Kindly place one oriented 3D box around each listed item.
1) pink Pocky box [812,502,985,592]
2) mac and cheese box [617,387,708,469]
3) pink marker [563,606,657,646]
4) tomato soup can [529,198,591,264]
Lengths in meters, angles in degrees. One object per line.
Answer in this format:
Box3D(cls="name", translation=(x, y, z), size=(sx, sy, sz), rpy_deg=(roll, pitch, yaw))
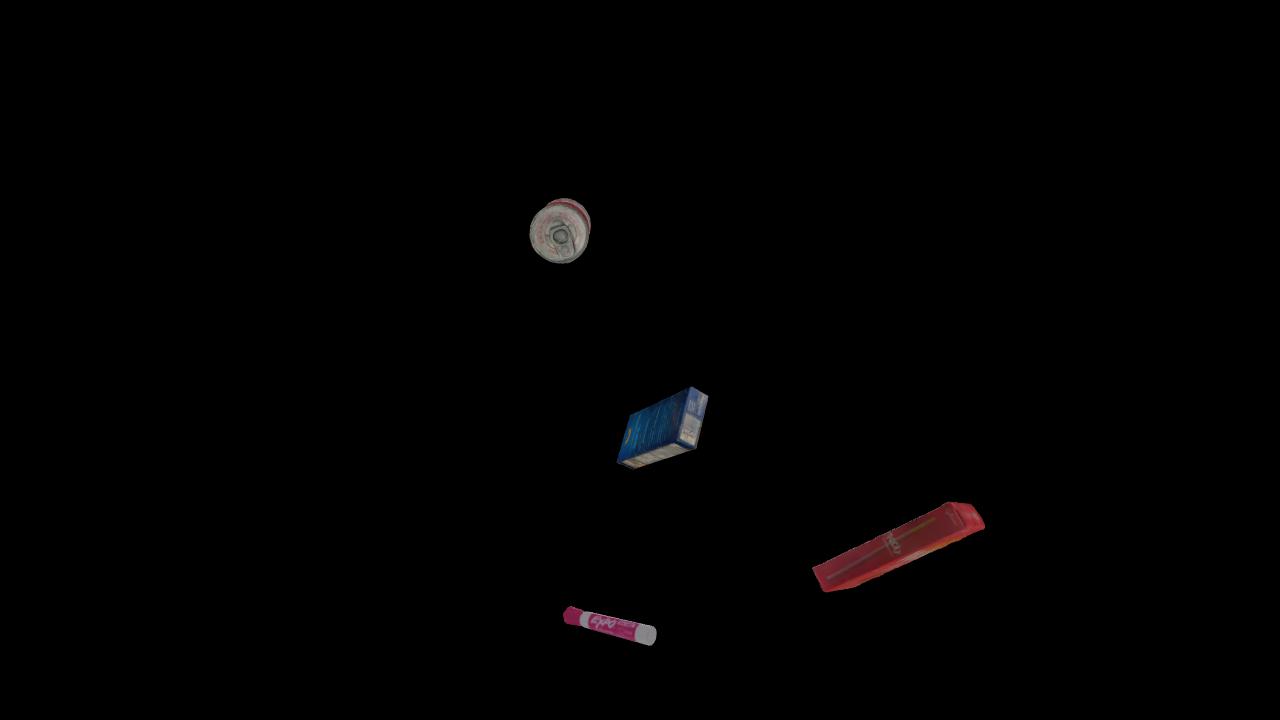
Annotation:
Box3D(cls="pink Pocky box", translation=(0.257, 0.188, 0.614), size=(0.155, 0.029, 0.084), rpy_deg=(-38, -33, 26))
Box3D(cls="mac and cheese box", translation=(0.033, 0.112, 0.981), size=(0.041, 0.093, 0.184), rpy_deg=(27, -30, -21))
Box3D(cls="pink marker", translation=(-0.036, 0.284, 0.661), size=(0.121, 0.020, 0.020), rpy_deg=(-5, -3, 37))
Box3D(cls="tomato soup can", translation=(-0.094, -0.159, 0.741), size=(0.068, 0.068, 0.101), rpy_deg=(0, 19, -3))
